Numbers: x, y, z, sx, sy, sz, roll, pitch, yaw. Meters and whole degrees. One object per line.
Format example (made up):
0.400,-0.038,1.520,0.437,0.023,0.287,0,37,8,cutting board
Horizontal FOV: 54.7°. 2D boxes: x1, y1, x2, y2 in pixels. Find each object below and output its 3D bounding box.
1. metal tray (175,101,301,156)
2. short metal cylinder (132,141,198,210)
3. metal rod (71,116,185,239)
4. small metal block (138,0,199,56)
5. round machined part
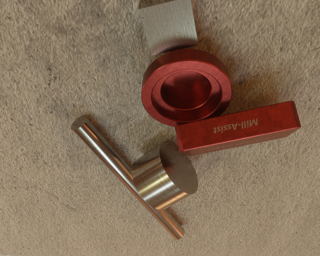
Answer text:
0.091,0.005,0.375,0.131,0.030,0.090,-12,169,10,metal tray
0.008,0.065,0.426,0.050,0.080,0.080,-35,122,26,short metal cylinder
-0.035,0.094,0.486,0.025,0.025,0.300,-22,127,17,metal rod
0.009,-0.107,0.316,0.050,0.025,0.050,-11,130,8,small metal block
0.029,-0.048,0.351,0.099,0.042,0.097,0,137,0,round machined part
